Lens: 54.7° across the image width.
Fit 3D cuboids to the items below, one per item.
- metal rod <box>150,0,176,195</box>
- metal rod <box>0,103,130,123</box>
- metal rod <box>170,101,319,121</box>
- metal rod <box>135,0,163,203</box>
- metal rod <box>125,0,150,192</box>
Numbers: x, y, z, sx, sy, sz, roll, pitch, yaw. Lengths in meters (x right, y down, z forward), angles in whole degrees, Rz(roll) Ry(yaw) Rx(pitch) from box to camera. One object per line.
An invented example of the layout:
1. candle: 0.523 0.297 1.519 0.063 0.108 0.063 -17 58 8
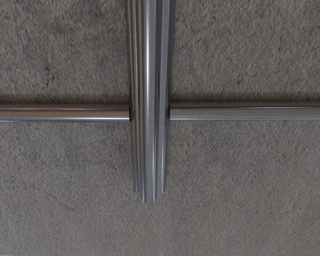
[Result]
1. metal rod: -0.001 -0.017 0.395 0.025 0.025 0.298 1 130 -1
2. metal rod: -0.189 -0.019 0.389 0.302 0.025 0.025 0 130 -1
3. metal rod: 0.163 -0.022 0.392 0.302 0.025 0.025 0 130 -1
4. metal rod: -0.014 -0.010 0.374 0.025 0.025 0.298 1 130 -1
5. metal rod: -0.025 -0.022 0.391 0.025 0.025 0.298 1 130 -1
